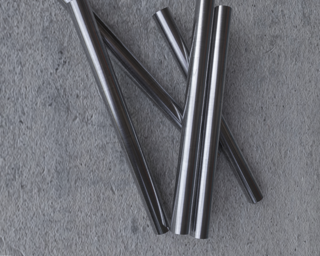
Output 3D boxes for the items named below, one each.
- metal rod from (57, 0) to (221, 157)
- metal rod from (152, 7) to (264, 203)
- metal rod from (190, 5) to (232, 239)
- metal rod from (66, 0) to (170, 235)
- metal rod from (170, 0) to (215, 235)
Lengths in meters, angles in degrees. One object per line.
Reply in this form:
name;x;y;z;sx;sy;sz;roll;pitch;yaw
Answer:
metal rod;-0.024;-0.066;0.399;0.300;0.025;0.025;47;76;-14
metal rod;0.071;-0.024;0.435;0.025;0.025;0.299;-32;101;-17
metal rod;0.067;-0.009;0.405;0.025;0.025;0.298;7;88;-20
metal rod;-0.045;-0.004;0.378;0.025;0.025;0.298;-23;103;-18
metal rod;0.042;-0.018;0.396;0.025;0.025;0.298;7;88;-20
